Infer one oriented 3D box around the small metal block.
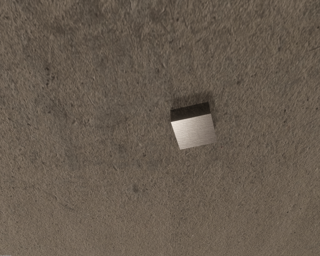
[{"bbox_3d":[0.044,-0.002,0.406,0.050,0.025,0.050,-12,129,9],"label":"small metal block"}]
